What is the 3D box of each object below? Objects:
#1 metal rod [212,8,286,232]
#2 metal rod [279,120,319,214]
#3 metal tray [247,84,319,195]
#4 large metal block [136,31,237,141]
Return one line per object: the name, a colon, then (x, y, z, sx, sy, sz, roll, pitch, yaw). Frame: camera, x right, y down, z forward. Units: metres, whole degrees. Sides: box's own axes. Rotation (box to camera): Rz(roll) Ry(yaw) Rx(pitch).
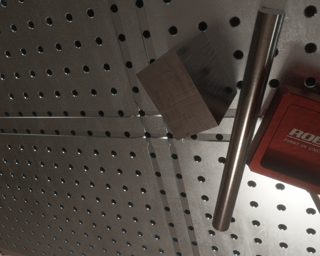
metal rod: (0.096, 0.016, 0.369, 0.025, 0.025, 0.298, 16, 125, 18)
metal rod: (0.212, 0.115, 0.370, 0.025, 0.025, 0.299, -22, 107, 36)
metal tray: (0.165, 0.020, 0.308, 0.131, 0.030, 0.089, 19, 115, 4)
large metal block: (0.032, -0.046, 0.329, 0.050, 0.080, 0.080, -22, 107, 36)
